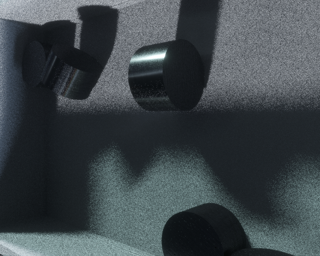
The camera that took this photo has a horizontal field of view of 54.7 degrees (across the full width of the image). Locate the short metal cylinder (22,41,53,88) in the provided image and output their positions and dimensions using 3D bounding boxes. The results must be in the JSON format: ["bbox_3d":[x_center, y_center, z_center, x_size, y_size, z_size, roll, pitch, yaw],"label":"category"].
[{"bbox_3d":[-0.205,-0.112,0.560,0.080,0.050,0.080,0,90,40],"label":"short metal cylinder"}]

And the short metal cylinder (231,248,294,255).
[{"bbox_3d":[0.103,0.153,0.286,0.080,0.081,0.050,6,94,40],"label":"short metal cylinder"}]

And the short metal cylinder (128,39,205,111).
[{"bbox_3d":[0.009,-0.060,0.363,0.050,0.081,0.079,2,91,40],"label":"short metal cylinder"}]

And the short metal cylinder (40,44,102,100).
[{"bbox_3d":[-0.139,-0.088,0.486,0.080,0.081,0.050,48,119,29],"label":"short metal cylinder"}]

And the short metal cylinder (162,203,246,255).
[{"bbox_3d":[0.049,0.130,0.350,0.080,0.050,0.080,0,90,40],"label":"short metal cylinder"}]
